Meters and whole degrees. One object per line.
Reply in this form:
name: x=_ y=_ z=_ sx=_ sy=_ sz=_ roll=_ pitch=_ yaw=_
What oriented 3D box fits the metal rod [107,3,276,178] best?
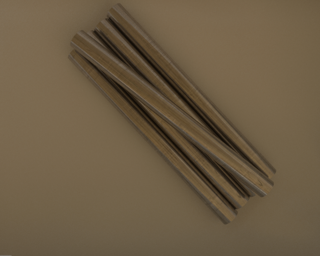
metal rod: x=0.042 y=-0.046 z=0.410 sx=0.025 sy=0.025 sz=0.300 roll=-43 pitch=90 yaw=0

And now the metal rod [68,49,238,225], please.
metal rod: x=-0.009 y=0.009 z=0.410 sx=0.025 sy=0.025 sz=0.300 roll=-43 pitch=90 yaw=0

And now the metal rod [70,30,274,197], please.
metal rod: x=0.015 y=-0.017 z=0.384 sx=0.300 sy=0.025 sz=0.025 roll=39 pitch=90 yaw=0

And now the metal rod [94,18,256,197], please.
metal rod: x=0.025 y=-0.026 z=0.410 sx=0.025 sy=0.025 sz=0.300 roll=-43 pitch=90 yaw=0

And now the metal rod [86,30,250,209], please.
metal rod: x=0.006 y=-0.011 z=0.410 sx=0.025 sy=0.025 sz=0.300 roll=-43 pitch=90 yaw=0
